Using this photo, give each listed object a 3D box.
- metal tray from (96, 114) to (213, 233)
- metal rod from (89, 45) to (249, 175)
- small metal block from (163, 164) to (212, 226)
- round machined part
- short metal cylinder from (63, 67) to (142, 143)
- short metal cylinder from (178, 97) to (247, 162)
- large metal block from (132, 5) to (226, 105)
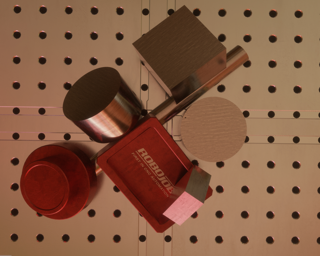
[{"bbox_3d":[-0.006,0.058,0.396,0.090,0.030,0.130,-38,103,0],"label":"metal tray"},{"bbox_3d":[-0.009,-0.009,0.415,0.300,0.025,0.025,-37,90,0],"label":"metal rod"},{"bbox_3d":[0.033,0.080,0.372,0.025,0.050,0.050,35,125,-2],"label":"small metal block"},{"bbox_3d":[-0.134,0.069,0.391,0.098,0.042,0.097,2,96,15],"label":"round machined part"},{"bbox_3d":[-0.070,-0.028,0.380,0.080,0.050,0.080,-15,51,20],"label":"short metal cylinder"},{"bbox_3d":[0.065,0.002,0.401,0.081,0.050,0.079,0,90,0],"label":"short metal cylinder"},{"bbox_3d":[0.026,-0.090,0.389,0.080,0.050,0.080,-37,71,0],"label":"large metal block"}]
